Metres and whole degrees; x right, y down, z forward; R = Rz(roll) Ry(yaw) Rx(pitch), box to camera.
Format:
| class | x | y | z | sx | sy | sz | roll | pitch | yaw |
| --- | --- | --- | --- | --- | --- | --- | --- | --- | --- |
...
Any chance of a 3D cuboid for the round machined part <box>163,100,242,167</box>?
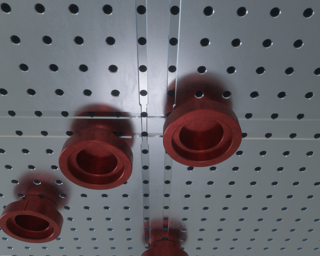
| class | x | y | z | sx | sy | sz | roll | pitch | yaw |
| --- | --- | --- | --- | --- | --- | --- | --- | --- | --- |
| round machined part | 0.053 | 0.003 | 0.403 | 0.099 | 0.042 | 0.097 | 0 | 130 | 0 |

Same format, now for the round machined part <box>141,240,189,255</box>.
| class | x | y | z | sx | sy | sz | roll | pitch | yaw |
| --- | --- | --- | --- | --- | --- | --- | --- | --- | --- |
| round machined part | 0.009 | 0.262 | 0.623 | 0.099 | 0.042 | 0.097 | 0 | 130 | 0 |

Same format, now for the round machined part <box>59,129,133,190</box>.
| class | x | y | z | sx | sy | sz | roll | pitch | yaw |
| --- | --- | --- | --- | --- | --- | --- | --- | --- | --- |
| round machined part | -0.086 | 0.040 | 0.433 | 0.099 | 0.042 | 0.097 | 0 | 130 | 0 |

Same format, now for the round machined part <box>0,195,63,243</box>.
| class | x | y | z | sx | sy | sz | roll | pitch | yaw |
| --- | --- | --- | --- | --- | --- | --- | --- | --- | --- |
| round machined part | -0.214 | 0.151 | 0.527 | 0.099 | 0.042 | 0.097 | 0 | 130 | 0 |
